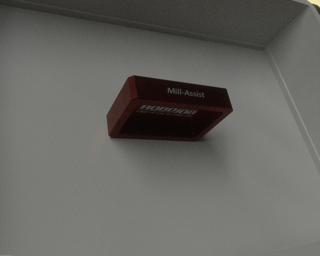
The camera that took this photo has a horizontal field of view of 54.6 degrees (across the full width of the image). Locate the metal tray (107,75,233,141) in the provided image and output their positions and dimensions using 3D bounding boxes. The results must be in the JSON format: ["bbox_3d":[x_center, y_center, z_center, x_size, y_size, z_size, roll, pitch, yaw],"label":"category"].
[{"bbox_3d":[0.010,-0.018,0.380,0.131,0.090,0.030,4,60,-26],"label":"metal tray"}]
